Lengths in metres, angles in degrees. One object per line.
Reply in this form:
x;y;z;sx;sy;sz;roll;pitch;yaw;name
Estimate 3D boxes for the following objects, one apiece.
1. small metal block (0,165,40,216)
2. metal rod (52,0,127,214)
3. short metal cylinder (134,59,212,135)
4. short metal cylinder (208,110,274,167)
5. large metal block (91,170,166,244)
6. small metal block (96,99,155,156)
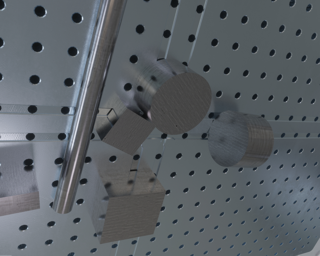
-0.165;0.070;0.348;0.050;0.050;0.025;-6;121;-26;small metal block
-0.081;-0.027;0.350;0.025;0.025;0.298;6;116;-31;metal rod
0.015;-0.038;0.379;0.081;0.050;0.079;-14;124;-21;short metal cylinder
0.115;0.017;0.449;0.050;0.080;0.079;7;115;-32;short metal cylinder
-0.046;0.109;0.437;0.081;0.050;0.079;0;119;-29;large metal block
-0.042;0.000;0.388;0.050;0.025;0.050;32;100;-38;small metal block
